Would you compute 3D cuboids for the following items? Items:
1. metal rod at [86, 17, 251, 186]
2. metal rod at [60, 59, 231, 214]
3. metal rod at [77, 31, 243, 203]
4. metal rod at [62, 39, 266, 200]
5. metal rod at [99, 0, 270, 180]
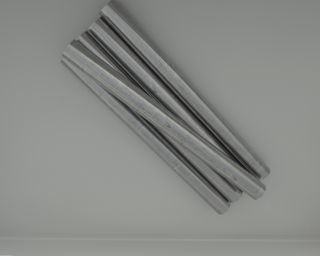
[{"bbox_3d":[0.025,-0.020,0.403,0.025,0.025,0.300,-41,105,14],"label":"metal rod"},{"bbox_3d":[-0.009,0.014,0.415,0.025,0.025,0.300,-41,105,14],"label":"metal rod"},{"bbox_3d":[0.006,-0.005,0.408,0.025,0.025,0.300,-41,105,14],"label":"metal rod"},{"bbox_3d":[0.015,-0.002,0.382,0.301,0.025,0.025,37,106,-13],"label":"metal rod"},{"bbox_3d":[0.041,-0.038,0.396,0.025,0.025,0.300,-41,105,14],"label":"metal rod"}]
